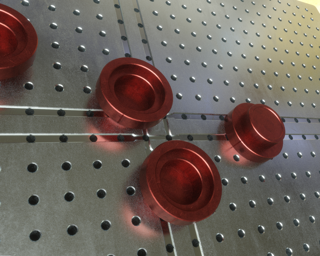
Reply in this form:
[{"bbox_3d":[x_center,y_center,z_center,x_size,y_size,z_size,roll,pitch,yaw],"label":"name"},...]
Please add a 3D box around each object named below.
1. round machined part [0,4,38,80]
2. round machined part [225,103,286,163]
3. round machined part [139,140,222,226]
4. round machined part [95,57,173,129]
[{"bbox_3d":[-0.193,-0.094,0.350,0.099,0.042,0.098,14,56,-21],"label":"round machined part"},{"bbox_3d":[0.154,0.001,0.482,0.099,0.042,0.098,14,56,-21],"label":"round machined part"},{"bbox_3d":[0.021,0.067,0.369,0.099,0.042,0.098,14,56,-21],"label":"round machined part"},{"bbox_3d":[-0.036,-0.041,0.404,0.099,0.042,0.098,14,56,-21],"label":"round machined part"}]
